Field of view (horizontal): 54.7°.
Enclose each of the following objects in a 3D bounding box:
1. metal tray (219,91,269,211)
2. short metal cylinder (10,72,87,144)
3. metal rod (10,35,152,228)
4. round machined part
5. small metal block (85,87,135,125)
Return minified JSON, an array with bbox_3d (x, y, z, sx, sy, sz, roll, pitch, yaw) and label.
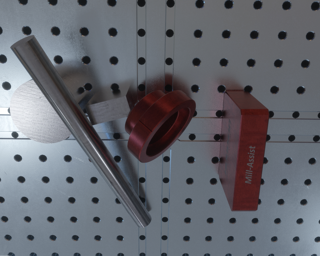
[{"bbox_3d":[0.101,0.026,0.389,0.030,0.090,0.129,0,110,0],"label":"metal tray"},{"bbox_3d":[-0.136,-0.027,0.388,0.081,0.050,0.079,0,110,-1],"label":"short metal cylinder"},{"bbox_3d":[-0.078,0.028,0.381,0.025,0.025,0.299,-21,125,7],"label":"metal rod"},{"bbox_3d":[-0.004,-0.007,0.380,0.042,0.098,0.098,41,108,19],"label":"round machined part"},{"bbox_3d":[-0.061,-0.029,0.389,0.050,0.050,0.025,-14,110,4],"label":"small metal block"}]
